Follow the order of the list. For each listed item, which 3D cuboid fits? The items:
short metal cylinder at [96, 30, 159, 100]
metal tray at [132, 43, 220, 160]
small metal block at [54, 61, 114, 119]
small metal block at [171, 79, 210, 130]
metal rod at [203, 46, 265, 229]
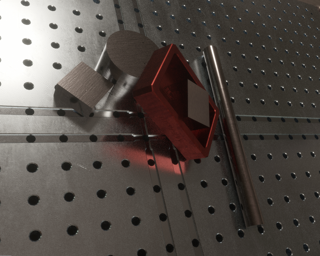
[{"bbox_3d":[-0.042,-0.086,0.423,0.081,0.050,0.080,14,56,-21],"label":"short metal cylinder"},{"bbox_3d":[0.028,-0.031,0.402,0.130,0.030,0.090,50,45,-31],"label":"metal tray"},{"bbox_3d":[-0.094,-0.048,0.388,0.050,0.025,0.050,36,51,-5],"label":"small metal block"},{"bbox_3d":[0.040,-0.029,0.401,0.050,0.025,0.050,22,63,-48],"label":"small metal block"},{"bbox_3d":[0.105,-0.004,0.469,0.025,0.025,0.299,7,59,-25],"label":"metal rod"}]
